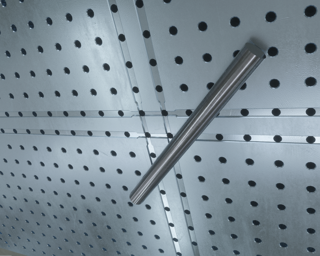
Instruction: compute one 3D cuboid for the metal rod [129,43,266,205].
[{"bbox_3d":[0.029,0.017,0.405,0.025,0.025,0.298,37,129,3],"label":"metal rod"}]
